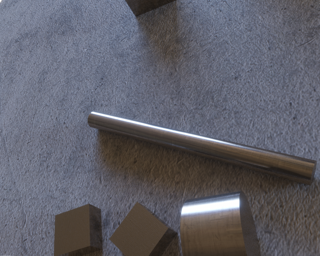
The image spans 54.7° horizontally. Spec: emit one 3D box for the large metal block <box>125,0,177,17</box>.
[{"bbox_3d":[-0.020,-0.259,0.555,0.080,0.050,0.080,-15,56,19],"label":"large metal block"}]

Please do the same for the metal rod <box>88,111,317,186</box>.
[{"bbox_3d":[0.025,0.015,0.380,0.300,0.025,0.025,13,68,33],"label":"metal rod"}]

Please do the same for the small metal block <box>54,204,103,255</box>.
[{"bbox_3d":[-0.099,0.126,0.377,0.050,0.025,0.050,-22,54,15],"label":"small metal block"}]

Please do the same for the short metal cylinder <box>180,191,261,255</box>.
[{"bbox_3d":[0.056,0.100,0.277,0.050,0.080,0.080,-14,56,20],"label":"short metal cylinder"}]

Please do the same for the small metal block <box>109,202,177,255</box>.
[{"bbox_3d":[-0.018,0.119,0.340,0.050,0.025,0.050,30,78,37],"label":"small metal block"}]
